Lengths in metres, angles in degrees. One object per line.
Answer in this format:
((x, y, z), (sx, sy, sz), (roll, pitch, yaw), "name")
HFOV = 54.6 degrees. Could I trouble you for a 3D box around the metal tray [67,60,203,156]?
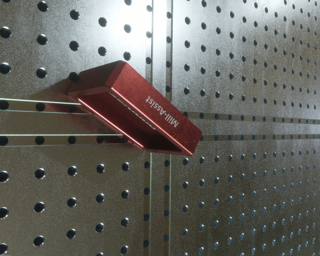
((-0.026, -0.016, 0.343), (0.130, 0.090, 0.030), (40, 66, -33), "metal tray")
